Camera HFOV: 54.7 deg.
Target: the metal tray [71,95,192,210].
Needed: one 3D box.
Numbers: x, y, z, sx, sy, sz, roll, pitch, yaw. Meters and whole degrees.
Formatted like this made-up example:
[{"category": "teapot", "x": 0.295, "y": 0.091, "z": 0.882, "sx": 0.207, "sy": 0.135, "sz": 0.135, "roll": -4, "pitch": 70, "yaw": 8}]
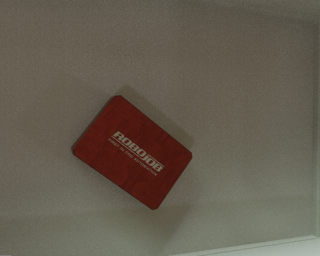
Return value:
[{"category": "metal tray", "x": -0.033, "y": 0.032, "z": 0.396, "sx": 0.130, "sy": 0.030, "sz": 0.090, "roll": 39, "pitch": 77, "yaw": -16}]
